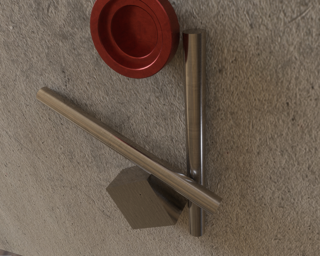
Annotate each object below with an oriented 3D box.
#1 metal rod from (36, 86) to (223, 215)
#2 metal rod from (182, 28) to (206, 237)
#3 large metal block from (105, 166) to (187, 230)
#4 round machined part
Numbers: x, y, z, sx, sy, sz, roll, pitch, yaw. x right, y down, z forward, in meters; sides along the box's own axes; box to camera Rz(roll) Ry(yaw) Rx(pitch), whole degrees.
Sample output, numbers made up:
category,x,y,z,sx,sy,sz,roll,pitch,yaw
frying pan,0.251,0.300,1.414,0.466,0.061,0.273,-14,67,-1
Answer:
category,x,y,z,sx,sy,sz,roll,pitch,yaw
metal rod,-0.052,0.024,0.427,0.301,0.025,0.025,31,129,15
metal rod,0.046,0.027,0.398,0.025,0.025,0.298,9,123,23
large metal block,-0.019,0.100,0.461,0.080,0.050,0.080,-19,109,35
round machined part,-0.024,-0.107,0.341,0.098,0.042,0.097,13,124,20
